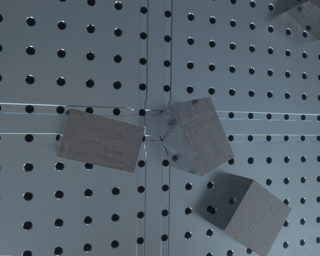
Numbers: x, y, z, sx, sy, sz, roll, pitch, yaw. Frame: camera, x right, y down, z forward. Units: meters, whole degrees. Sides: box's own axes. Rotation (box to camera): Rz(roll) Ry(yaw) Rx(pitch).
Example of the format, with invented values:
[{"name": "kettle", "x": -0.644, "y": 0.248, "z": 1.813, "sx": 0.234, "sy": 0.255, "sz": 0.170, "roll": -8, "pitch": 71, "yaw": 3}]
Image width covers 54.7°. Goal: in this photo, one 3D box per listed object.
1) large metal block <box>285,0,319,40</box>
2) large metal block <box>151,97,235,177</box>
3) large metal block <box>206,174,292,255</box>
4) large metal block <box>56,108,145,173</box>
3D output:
[{"name": "large metal block", "x": 0.264, "y": -0.204, "z": 0.499, "sx": 0.080, "sy": 0.050, "sz": 0.080, "roll": 31, "pitch": 80, "yaw": -18}, {"name": "large metal block", "x": 0.040, "y": 0.010, "z": 0.399, "sx": 0.050, "sy": 0.080, "sz": 0.080, "roll": -27, "pitch": 99, "yaw": -18}, {"name": "large metal block", "x": 0.128, "y": 0.126, "z": 0.449, "sx": 0.080, "sy": 0.050, "sz": 0.080, "roll": 37, "pitch": 78, "yaw": -17}, {"name": "large metal block", "x": -0.072, "y": 0.014, "z": 0.357, "sx": 0.081, "sy": 0.080, "sz": 0.050, "roll": 15, "pitch": 85, "yaw": -20}]
